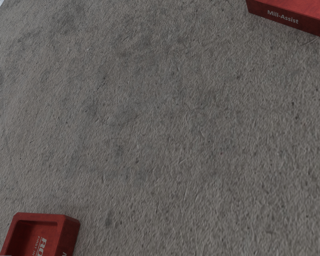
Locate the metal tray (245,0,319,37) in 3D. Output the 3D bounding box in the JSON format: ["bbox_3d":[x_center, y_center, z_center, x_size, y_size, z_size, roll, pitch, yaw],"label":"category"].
[{"bbox_3d":[0.191,-0.179,0.410,0.090,0.030,0.130,-47,51,-5],"label":"metal tray"}]

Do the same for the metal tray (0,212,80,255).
[{"bbox_3d":[-0.157,0.172,0.377,0.090,0.030,0.130,-5,59,25],"label":"metal tray"}]
